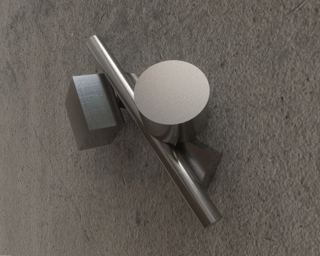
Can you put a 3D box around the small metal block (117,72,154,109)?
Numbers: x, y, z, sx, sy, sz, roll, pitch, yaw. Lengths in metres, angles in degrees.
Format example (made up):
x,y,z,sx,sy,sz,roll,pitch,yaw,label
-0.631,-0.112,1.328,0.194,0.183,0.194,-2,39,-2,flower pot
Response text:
x,y,z,sx,sy,sz,roll,pitch,yaw,label
-0.033,-0.050,0.432,0.050,0.025,0.050,16,100,38,small metal block

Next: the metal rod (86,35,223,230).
x,y,z,sx,sy,sz,roll,pitch,yaw,label
-0.020,-0.012,0.388,0.025,0.025,0.299,-48,62,29,metal rod

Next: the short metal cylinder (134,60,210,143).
x,y,z,sx,sy,sz,roll,pitch,yaw,label
0.015,-0.029,0.350,0.080,0.050,0.080,-2,65,6,short metal cylinder

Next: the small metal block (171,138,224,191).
x,y,z,sx,sy,sz,roll,pitch,yaw,label
0.041,0.042,0.372,0.050,0.025,0.050,31,109,35,small metal block

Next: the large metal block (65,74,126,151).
x,y,z,sx,sy,sz,roll,pitch,yaw,label
-0.097,-0.022,0.446,0.080,0.050,0.080,-45,61,57,large metal block
